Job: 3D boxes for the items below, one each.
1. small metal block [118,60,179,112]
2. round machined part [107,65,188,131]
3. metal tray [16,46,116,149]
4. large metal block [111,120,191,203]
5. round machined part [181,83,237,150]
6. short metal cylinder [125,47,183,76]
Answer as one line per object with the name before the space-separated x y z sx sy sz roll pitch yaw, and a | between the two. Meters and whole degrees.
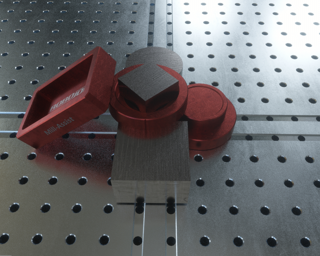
small metal block | -0.014 -0.048 0.368 0.050 0.025 0.050 -34 58 -25
round machined part | -0.015 -0.033 0.386 0.099 0.042 0.098 0 50 0
metal tray | -0.117 -0.036 0.387 0.130 0.030 0.090 -25 43 28
large metal block | -0.009 0.038 0.355 0.080 0.050 0.080 1 50 0
round machined part | 0.053 -0.022 0.414 0.099 0.042 0.098 0 50 0
short metal cylinder | -0.008 -0.074 0.453 0.080 0.050 0.080 0 50 0
